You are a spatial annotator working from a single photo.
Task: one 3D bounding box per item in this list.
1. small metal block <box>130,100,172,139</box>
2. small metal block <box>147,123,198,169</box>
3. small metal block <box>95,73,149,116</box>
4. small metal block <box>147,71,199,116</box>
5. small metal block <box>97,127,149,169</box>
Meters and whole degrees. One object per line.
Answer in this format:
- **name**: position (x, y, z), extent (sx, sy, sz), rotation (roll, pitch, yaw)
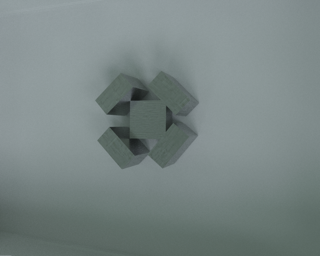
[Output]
- **small metal block**: position (-0.012, -0.011, 0.412), extent (0.050, 0.025, 0.050), rotation (1, 90, 20)
- **small metal block**: position (0.017, 0.021, 0.388), extent (0.025, 0.050, 0.050), rotation (42, 102, 14)
- **small metal block**: position (-0.049, -0.043, 0.412), extent (0.050, 0.050, 0.025), rotation (-44, 76, 15)
- **small metal block**: position (0.018, -0.042, 0.388), extent (0.025, 0.050, 0.050), rotation (-46, 77, 13)
- **small metal block**: position (-0.047, 0.025, 0.412), extent (0.050, 0.050, 0.025), rotation (47, 105, 14)
